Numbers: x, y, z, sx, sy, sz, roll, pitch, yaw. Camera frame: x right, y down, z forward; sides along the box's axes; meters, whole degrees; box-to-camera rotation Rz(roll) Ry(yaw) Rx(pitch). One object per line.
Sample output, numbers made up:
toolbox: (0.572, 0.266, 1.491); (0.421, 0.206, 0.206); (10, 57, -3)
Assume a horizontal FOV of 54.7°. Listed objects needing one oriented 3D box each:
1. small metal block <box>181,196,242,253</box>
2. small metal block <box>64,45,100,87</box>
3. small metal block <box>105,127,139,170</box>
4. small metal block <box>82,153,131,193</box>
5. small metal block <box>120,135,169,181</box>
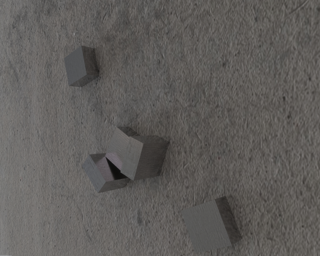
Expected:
small metal block: (0.058, 0.111, 0.357); (0.050, 0.025, 0.050); (-30, 71, 36)
small metal block: (-0.130, -0.101, 0.513); (0.050, 0.025, 0.050); (-21, 77, 38)
small metal block: (-0.046, 0.032, 0.443); (0.050, 0.025, 0.050); (36, 112, 34)
small metal block: (-0.077, 0.064, 0.452); (0.050, 0.050, 0.025); (52, 121, 27)
small metal block: (-0.019, 0.038, 0.405); (0.025, 0.050, 0.050); (25, 106, 37)
